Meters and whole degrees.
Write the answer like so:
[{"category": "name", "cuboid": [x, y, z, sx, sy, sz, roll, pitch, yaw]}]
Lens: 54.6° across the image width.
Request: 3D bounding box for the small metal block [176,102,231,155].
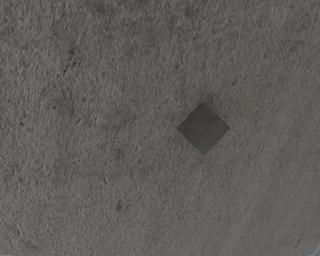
[{"category": "small metal block", "cuboid": [0.058, 0.000, 0.422, 0.050, 0.050, 0.025, -46, 129, 4]}]
